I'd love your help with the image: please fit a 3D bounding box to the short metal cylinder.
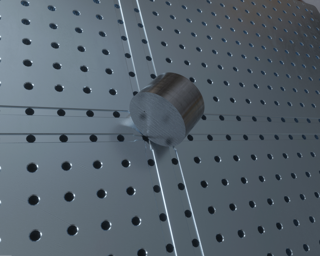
[{"bbox_3d":[0.009,-0.023,0.392,0.080,0.080,0.050,42,51,0],"label":"short metal cylinder"}]
